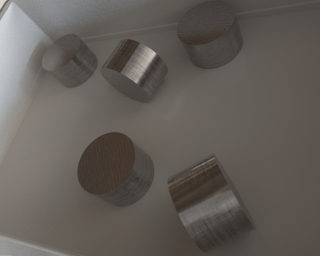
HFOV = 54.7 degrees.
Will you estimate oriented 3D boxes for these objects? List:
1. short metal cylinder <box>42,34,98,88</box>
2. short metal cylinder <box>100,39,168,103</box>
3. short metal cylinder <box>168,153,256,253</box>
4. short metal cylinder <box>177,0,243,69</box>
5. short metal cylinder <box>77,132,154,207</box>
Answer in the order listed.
[{"bbox_3d":[-0.158,-0.118,0.545,0.080,0.050,0.080,-13,56,21],"label":"short metal cylinder"},{"bbox_3d":[-0.036,-0.079,0.438,0.080,0.080,0.050,21,73,36],"label":"short metal cylinder"},{"bbox_3d":[0.050,0.072,0.300,0.050,0.080,0.080,-30,52,9],"label":"short metal cylinder"},{"bbox_3d":[0.070,-0.130,0.432,0.080,0.050,0.080,-13,56,21],"label":"short metal cylinder"},{"bbox_3d":[-0.054,0.052,0.386,0.080,0.050,0.080,-13,56,21],"label":"short metal cylinder"}]
